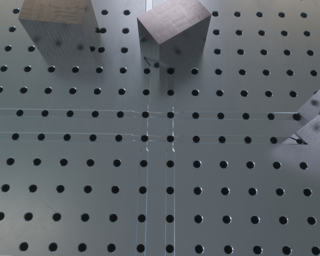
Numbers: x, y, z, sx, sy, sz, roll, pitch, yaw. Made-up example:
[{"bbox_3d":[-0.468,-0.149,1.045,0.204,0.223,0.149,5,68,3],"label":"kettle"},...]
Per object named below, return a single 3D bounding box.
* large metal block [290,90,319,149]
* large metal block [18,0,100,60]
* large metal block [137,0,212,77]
[{"bbox_3d":[0.225,-0.006,0.386,0.080,0.080,0.050,25,72,8],"label":"large metal block"},{"bbox_3d":[-0.136,-0.143,0.434,0.080,0.080,0.050,6,70,2],"label":"large metal block"},{"bbox_3d":[0.018,-0.129,0.430,0.080,0.080,0.050,-33,73,-11],"label":"large metal block"}]
